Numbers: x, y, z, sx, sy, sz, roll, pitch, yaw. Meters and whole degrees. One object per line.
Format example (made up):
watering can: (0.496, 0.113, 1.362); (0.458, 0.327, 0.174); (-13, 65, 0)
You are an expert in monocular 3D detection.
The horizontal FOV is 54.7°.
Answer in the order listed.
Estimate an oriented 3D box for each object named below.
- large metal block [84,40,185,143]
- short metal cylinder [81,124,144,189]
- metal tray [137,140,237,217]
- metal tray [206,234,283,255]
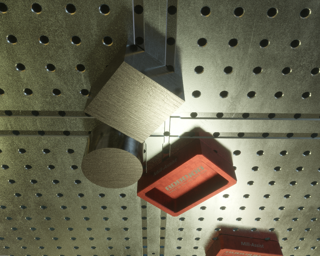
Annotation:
large metal block: (-0.029, -0.040, 0.361); (0.080, 0.050, 0.080); (31, 123, -24)
short metal cylinder: (-0.063, 0.039, 0.427); (0.081, 0.050, 0.079); (-1, 130, 0)
metal tray: (0.039, 0.082, 0.478); (0.130, 0.030, 0.090); (-37, 122, 27)
metal tray: (0.170, 0.261, 0.633); (0.131, 0.030, 0.089); (10, 129, -10)
